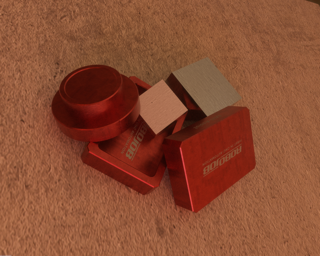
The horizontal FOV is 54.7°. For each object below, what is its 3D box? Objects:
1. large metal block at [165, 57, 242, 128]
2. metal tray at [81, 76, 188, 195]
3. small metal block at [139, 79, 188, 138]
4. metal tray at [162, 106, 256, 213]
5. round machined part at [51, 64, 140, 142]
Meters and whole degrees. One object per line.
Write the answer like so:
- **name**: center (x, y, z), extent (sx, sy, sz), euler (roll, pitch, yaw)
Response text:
- **large metal block**: center (0.057, -0.047, 0.449), extent (0.081, 0.050, 0.080), euler (-30, 79, -38)
- **metal tray**: center (-0.026, 0.005, 0.384), extent (0.090, 0.030, 0.130), euler (31, 52, -9)
- **small metal block**: center (-0.002, -0.024, 0.390), extent (0.050, 0.025, 0.050), euler (-38, 85, -11)
- **metal tray**: center (0.067, 0.034, 0.388), extent (0.131, 0.030, 0.089), euler (-25, 112, -36)
- **round machined part**: center (-0.073, -0.035, 0.349), extent (0.099, 0.042, 0.098), euler (-2, 48, 3)
